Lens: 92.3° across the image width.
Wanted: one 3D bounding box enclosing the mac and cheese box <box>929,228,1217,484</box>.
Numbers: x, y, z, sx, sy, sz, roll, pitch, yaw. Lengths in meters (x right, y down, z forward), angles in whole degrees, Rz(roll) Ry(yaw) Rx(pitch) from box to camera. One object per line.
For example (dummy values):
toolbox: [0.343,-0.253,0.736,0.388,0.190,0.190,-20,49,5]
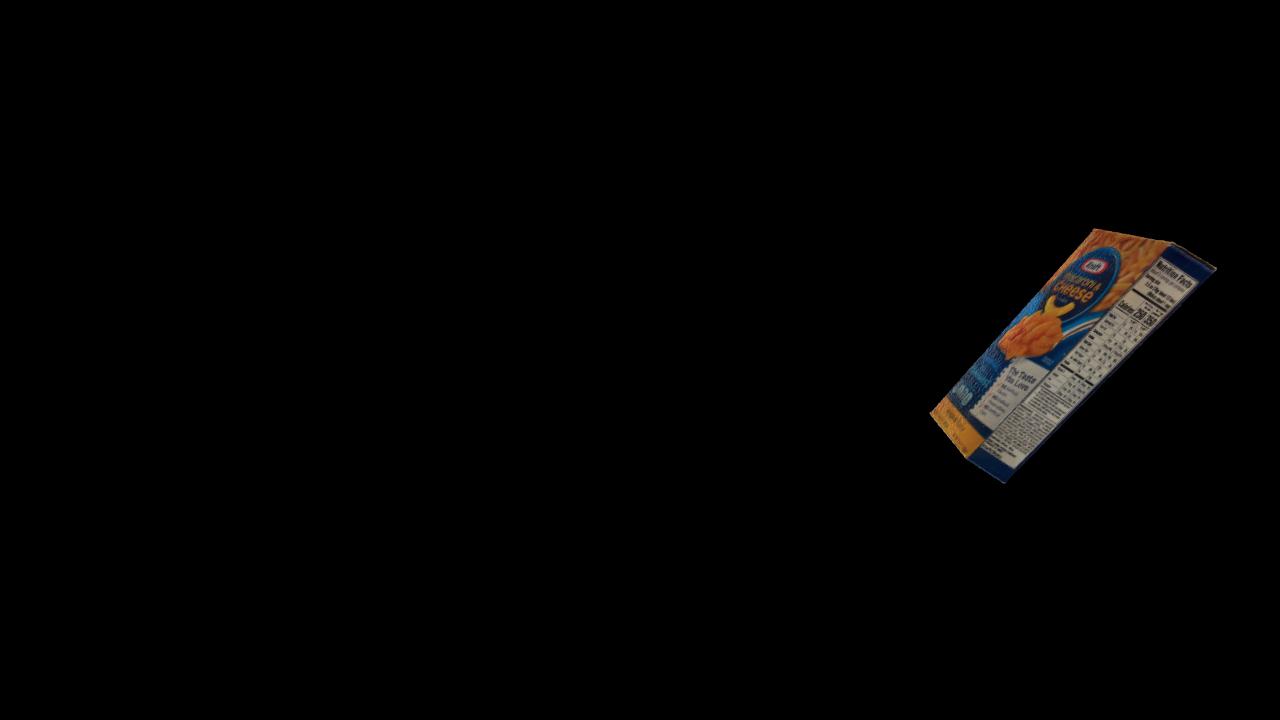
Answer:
mac and cheese box: [0.299,-0.005,0.448,0.041,0.184,0.093,33,19,0]
